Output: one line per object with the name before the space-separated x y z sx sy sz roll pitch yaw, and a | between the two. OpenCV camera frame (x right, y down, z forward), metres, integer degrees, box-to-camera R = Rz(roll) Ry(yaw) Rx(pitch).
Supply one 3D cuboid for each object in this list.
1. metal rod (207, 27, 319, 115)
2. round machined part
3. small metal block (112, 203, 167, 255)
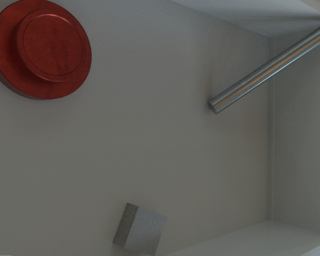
metal rod | 0.206 -0.114 0.494 0.301 0.025 0.025 -34 114 -5
round machined part | -0.111 -0.077 0.304 0.099 0.042 0.097 0 90 -40
small metal block | -0.024 0.127 0.389 0.050 0.025 0.050 32 70 -36
